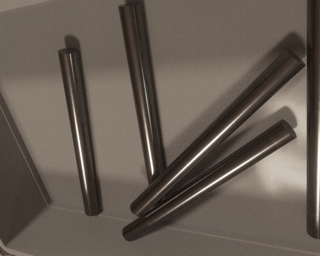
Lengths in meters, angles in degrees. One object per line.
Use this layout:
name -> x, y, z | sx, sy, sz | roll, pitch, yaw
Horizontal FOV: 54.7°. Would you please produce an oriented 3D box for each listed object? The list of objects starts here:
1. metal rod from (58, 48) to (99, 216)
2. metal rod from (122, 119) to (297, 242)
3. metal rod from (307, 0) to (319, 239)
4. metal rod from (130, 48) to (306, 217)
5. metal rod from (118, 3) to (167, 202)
metal rod -> -0.123, 0.025, 0.486 | 0.025, 0.025, 0.298 | 14, 124, 20
metal rod -> 0.045, 0.085, 0.414 | 0.025, 0.025, 0.299 | 46, 122, -4
metal rod -> 0.165, -0.002, 0.320 | 0.025, 0.025, 0.298 | 1, 119, 27
metal rod -> 0.049, 0.026, 0.379 | 0.025, 0.025, 0.298 | 41, 123, 0
metal rod -> -0.016, -0.006, 0.412 | 0.025, 0.025, 0.298 | 7, 122, 24
